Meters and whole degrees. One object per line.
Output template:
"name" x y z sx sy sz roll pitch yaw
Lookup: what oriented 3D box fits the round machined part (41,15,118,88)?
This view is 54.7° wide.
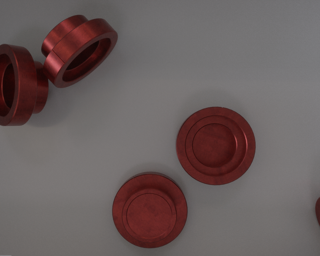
"round machined part" -0.102 -0.096 0.374 0.098 0.098 0.042 -42 90 0

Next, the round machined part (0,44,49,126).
"round machined part" -0.174 -0.051 0.385 0.098 0.042 0.097 2 93 43

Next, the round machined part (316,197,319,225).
"round machined part" 0.243 0.120 0.378 0.042 0.098 0.098 -22 90 -10

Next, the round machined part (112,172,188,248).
"round machined part" -0.013 0.108 0.403 0.099 0.042 0.097 0 90 0

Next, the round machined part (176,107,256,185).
"round machined part" 0.069 0.022 0.403 0.099 0.042 0.097 0 90 0
